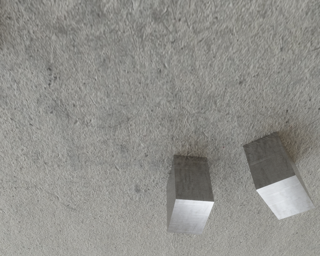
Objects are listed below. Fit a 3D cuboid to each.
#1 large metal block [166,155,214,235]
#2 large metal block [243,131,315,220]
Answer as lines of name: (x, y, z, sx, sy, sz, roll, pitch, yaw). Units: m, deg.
large metal block: (0.040, 0.098, 0.454, 0.050, 0.080, 0.079, 5, 130, -5)
large metal block: (0.163, 0.066, 0.429, 0.050, 0.080, 0.080, -27, 125, 21)
